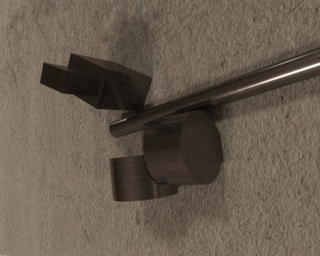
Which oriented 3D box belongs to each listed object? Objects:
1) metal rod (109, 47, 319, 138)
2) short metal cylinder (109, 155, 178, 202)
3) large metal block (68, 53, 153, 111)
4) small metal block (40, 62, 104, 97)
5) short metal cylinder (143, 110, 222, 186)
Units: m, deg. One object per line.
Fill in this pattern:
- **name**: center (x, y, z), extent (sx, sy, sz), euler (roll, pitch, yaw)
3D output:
- **metal rod**: center (0.048, -0.032, 0.363), extent (0.300, 0.025, 0.025), euler (-17, 80, 38)
- **short metal cylinder**: center (-0.020, 0.059, 0.384), extent (0.080, 0.081, 0.050), euler (-10, 84, 39)
- **large metal block**: center (-0.072, -0.062, 0.426), extent (0.080, 0.081, 0.050), euler (29, 108, 36)
- **small metal block**: center (-0.105, -0.057, 0.369), extent (0.050, 0.050, 0.025), euler (23, 105, 37)
- **short metal cylinder**: center (0.027, 0.023, 0.345), extent (0.050, 0.081, 0.080), euler (-11, 83, 39)
